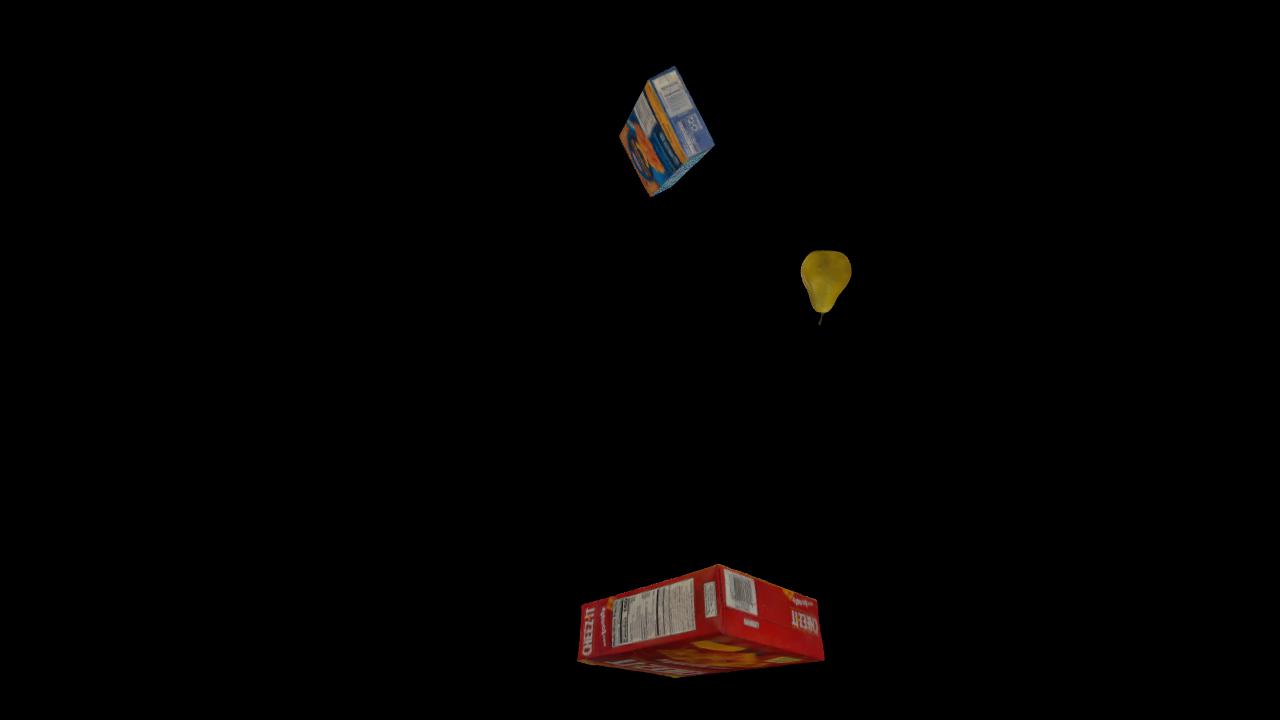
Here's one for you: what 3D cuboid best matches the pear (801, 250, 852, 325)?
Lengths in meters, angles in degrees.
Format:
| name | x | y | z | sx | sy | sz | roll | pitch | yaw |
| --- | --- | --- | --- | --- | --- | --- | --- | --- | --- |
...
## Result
| name | x | y | z | sx | sy | sz | roll | pitch | yaw |
| --- | --- | --- | --- | --- | --- | --- | --- | --- | --- |
| pear | 0.284 | -0.111 | 0.944 | 0.080 | 0.111 | 0.080 | 1 | 14 | 0 |

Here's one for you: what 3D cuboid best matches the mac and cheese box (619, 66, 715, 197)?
| name | x | y | z | sx | sy | sz | roll | pitch | yaw |
| --- | --- | --- | --- | --- | --- | --- | --- | --- | --- |
| mac and cheese box | 0.025 | -0.259 | 0.723 | 0.041 | 0.093 | 0.184 | -31 | 7 | -9 |

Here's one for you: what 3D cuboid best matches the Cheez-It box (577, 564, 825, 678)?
| name | x | y | z | sx | sy | sz | roll | pitch | yaw |
| --- | --- | --- | --- | --- | --- | --- | --- | --- | --- |
| Cheez-It box | 0.061 | 0.298 | 0.680 | 0.166 | 0.071 | 0.223 | 29 | -43 | -32 |
